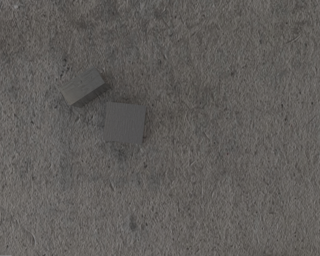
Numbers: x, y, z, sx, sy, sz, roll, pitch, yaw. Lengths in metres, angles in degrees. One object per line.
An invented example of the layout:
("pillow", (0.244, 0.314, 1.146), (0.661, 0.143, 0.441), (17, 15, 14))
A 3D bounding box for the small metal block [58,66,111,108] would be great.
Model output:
("small metal block", (-0.094, -0.051, 0.397), (0.050, 0.050, 0.025), (-33, 90, 0))

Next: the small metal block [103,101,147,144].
("small metal block", (-0.045, -0.007, 0.409), (0.050, 0.025, 0.050), (6, 90, 0))
